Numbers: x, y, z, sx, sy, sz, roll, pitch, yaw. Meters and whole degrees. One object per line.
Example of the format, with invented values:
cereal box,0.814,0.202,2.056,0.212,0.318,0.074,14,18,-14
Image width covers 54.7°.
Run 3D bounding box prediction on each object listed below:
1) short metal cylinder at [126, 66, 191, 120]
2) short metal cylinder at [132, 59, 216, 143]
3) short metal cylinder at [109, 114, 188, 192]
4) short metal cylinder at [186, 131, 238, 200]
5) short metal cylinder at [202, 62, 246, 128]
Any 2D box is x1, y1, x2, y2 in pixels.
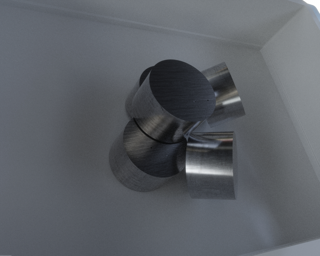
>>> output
short metal cylinder,0.001,-0.035,0.411,0.081,0.050,0.080,14,56,-21
short metal cylinder,0.015,-0.030,0.349,0.081,0.050,0.080,14,56,-21
short metal cylinder,-0.013,0.029,0.365,0.081,0.050,0.080,14,56,-21
short metal cylinder,0.064,0.044,0.369,0.050,0.080,0.080,-2,53,17
short metal cylinder,0.081,-0.046,0.435,0.080,0.050,0.080,-22,90,-78
